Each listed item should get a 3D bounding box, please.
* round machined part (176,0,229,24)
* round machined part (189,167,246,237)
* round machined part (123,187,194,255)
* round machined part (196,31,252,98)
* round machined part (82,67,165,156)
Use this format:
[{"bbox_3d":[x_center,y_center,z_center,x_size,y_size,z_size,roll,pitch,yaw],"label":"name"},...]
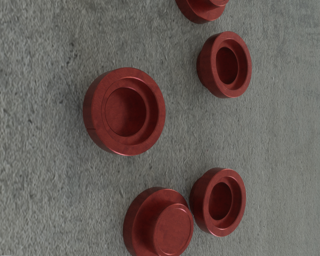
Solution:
[{"bbox_3d":[0.067,-0.206,0.449,0.099,0.042,0.097,0,90,-40],"label":"round machined part"},{"bbox_3d":[0.082,0.107,0.463,0.099,0.042,0.097,0,90,-40],"label":"round machined part"},{"bbox_3d":[0.005,0.128,0.398,0.099,0.042,0.097,0,90,-40],"label":"round machined part"},{"bbox_3d":[0.094,-0.094,0.472,0.099,0.042,0.097,0,90,-40],"label":"round machined part"},{"bbox_3d":[-0.044,-0.018,0.356,0.099,0.042,0.097,0,90,-40],"label":"round machined part"}]
